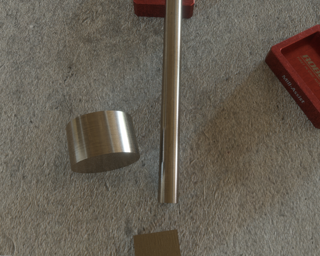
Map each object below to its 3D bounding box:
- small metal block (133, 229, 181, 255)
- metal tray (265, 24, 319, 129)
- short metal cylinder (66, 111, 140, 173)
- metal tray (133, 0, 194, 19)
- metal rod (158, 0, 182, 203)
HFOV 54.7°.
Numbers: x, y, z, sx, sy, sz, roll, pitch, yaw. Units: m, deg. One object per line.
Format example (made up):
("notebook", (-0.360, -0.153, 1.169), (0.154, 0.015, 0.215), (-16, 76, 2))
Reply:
("small metal block", (-0.002, 0.146, 0.355), (0.050, 0.025, 0.050), (-7, 70, -3))
("metal tray", (0.224, -0.074, 0.435), (0.090, 0.030, 0.130), (-27, 73, -10))
("short metal cylinder", (-0.068, 0.019, 0.371), (0.081, 0.080, 0.050), (-12, 71, -5))
("metal tray", (0.008, -0.238, 0.492), (0.091, 0.030, 0.130), (3, 70, 0))
("metal rod", (0.015, -0.054, 0.411), (0.025, 0.025, 0.299), (2, 76, 0))
